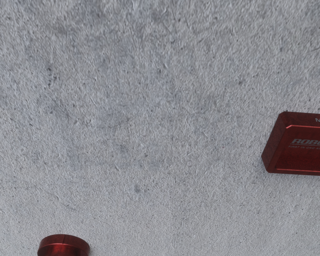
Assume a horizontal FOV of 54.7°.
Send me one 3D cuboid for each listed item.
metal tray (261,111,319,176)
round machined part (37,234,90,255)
[{"bbox_3d":[0.219,0.025,0.427,0.131,0.030,0.089,4,130,-4],"label":"metal tray"},{"bbox_3d":[-0.192,0.254,0.610,0.099,0.042,0.097,0,130,0],"label":"round machined part"}]
